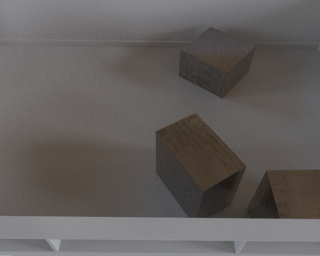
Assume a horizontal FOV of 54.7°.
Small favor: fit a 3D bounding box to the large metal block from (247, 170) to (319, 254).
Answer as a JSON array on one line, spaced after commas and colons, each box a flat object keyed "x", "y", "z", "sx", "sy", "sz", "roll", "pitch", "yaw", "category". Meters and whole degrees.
[{"x": 0.139, "y": 0.083, "z": 0.301, "sx": 0.081, "sy": 0.080, "sz": 0.050, "roll": -1, "pitch": 50, "yaw": -1, "category": "large metal block"}]

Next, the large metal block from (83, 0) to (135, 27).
[{"x": -0.094, "y": -0.241, "z": 0.574, "sx": 0.080, "sy": 0.080, "sz": 0.050, "roll": 10, "pitch": 51, "yaw": 7, "category": "large metal block"}]

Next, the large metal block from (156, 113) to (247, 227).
[{"x": 0.038, "y": 0.045, "z": 0.332, "sx": 0.050, "sy": 0.080, "sz": 0.080, "roll": -26, "pitch": 55, "yaw": -20, "category": "large metal block"}]

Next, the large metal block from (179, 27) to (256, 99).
[{"x": 0.087, "y": -0.103, "z": 0.476, "sx": 0.080, "sy": 0.050, "sz": 0.080, "roll": 32, "pitch": 57, "yaw": 24, "category": "large metal block"}]
